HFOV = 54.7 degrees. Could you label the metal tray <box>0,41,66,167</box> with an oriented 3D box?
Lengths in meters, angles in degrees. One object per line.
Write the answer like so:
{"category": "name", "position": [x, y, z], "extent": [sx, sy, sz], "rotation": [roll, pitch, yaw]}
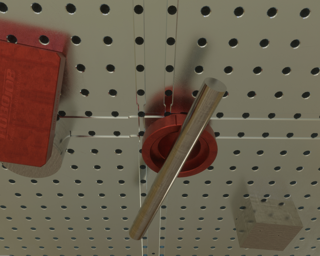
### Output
{"category": "metal tray", "position": [-0.163, -0.027, 0.345], "extent": [0.091, 0.030, 0.129], "rotation": [10, 101, -9]}

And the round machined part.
{"category": "round machined part", "position": [0.025, 0.019, 0.417], "extent": [0.099, 0.042, 0.097], "rotation": [-1, 130, 0]}

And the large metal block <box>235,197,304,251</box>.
{"category": "large metal block", "position": [0.187, 0.169, 0.543], "extent": [0.081, 0.050, 0.079], "rotation": [7, 130, -7]}

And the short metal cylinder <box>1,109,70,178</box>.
{"category": "short metal cylinder", "position": [-0.165, 0.021, 0.411], "extent": [0.081, 0.050, 0.079], "rotation": [0, 130, 0]}

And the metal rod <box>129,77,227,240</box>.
{"category": "metal rod", "position": [0.010, 0.063, 0.410], "extent": [0.025, 0.025, 0.298], "rotation": [14, 129, -12]}
